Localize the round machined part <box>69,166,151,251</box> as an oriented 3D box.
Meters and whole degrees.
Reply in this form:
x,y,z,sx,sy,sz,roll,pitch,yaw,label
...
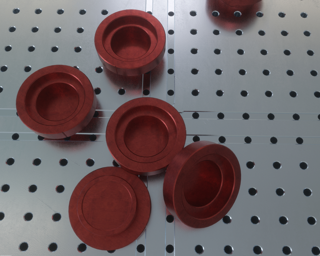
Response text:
x,y,z,sx,sy,sz,roll,pitch,yaw,label
-0.060,0.093,0.368,0.099,0.042,0.098,0,70,0,round machined part

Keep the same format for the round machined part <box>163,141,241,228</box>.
x,y,z,sx,sy,sz,roll,pitch,yaw,label
0.045,0.062,0.363,0.099,0.042,0.097,-7,103,-31,round machined part

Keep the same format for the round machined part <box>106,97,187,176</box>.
x,y,z,sx,sy,sz,roll,pitch,yaw,label
-0.017,0.013,0.397,0.099,0.042,0.098,0,69,-1,round machined part

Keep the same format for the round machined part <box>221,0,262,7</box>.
x,y,z,sx,sy,sz,roll,pitch,yaw,label
0.126,-0.231,0.488,0.099,0.042,0.098,0,70,0,round machined part

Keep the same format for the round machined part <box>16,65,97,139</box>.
x,y,z,sx,sy,sz,roll,pitch,yaw,label
-0.134,-0.031,0.414,0.099,0.042,0.098,0,70,0,round machined part

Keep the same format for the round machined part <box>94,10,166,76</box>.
x,y,z,sx,sy,sz,roll,pitch,yaw,label
-0.041,-0.117,0.445,0.099,0.042,0.098,0,70,0,round machined part
